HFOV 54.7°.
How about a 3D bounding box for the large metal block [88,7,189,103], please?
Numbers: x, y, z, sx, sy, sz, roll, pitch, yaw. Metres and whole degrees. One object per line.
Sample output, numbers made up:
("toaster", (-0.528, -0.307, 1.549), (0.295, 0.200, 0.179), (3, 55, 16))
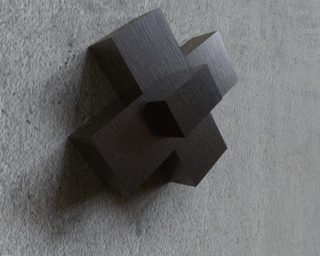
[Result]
("large metal block", (-0.023, -0.085, 0.371), (0.080, 0.050, 0.080), (-44, 117, -31))

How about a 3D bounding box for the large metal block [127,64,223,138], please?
("large metal block", (0.016, -0.033, 0.385), (0.080, 0.080, 0.050), (-44, 117, -31))

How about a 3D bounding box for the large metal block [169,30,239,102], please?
("large metal block", (0.057, -0.079, 0.439), (0.080, 0.050, 0.080), (-44, 117, -31))

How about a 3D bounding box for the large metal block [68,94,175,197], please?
("large metal block", (-0.041, 0.018, 0.356), (0.080, 0.050, 0.080), (-44, 117, -31))

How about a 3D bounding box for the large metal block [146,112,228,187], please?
("large metal block", (0.037, 0.020, 0.422), (0.080, 0.050, 0.080), (-44, 117, -31))
